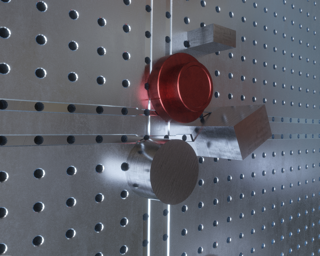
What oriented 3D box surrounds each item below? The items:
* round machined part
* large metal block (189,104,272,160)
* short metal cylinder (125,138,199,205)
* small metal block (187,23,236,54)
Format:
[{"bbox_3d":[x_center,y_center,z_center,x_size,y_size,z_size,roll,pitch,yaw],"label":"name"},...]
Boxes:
[{"bbox_3d":[0.035,-0.055,0.427,0.099,0.042,0.097,0,90,-40],"label":"round machined part"},{"bbox_3d":[0.105,0.004,0.461,0.081,0.080,0.050,-30,109,-36],"label":"large metal block"},{"bbox_3d":[0.003,0.053,0.396,0.081,0.050,0.080,0,90,-40],"label":"short metal cylinder"},{"bbox_3d":[0.076,-0.130,0.456,0.050,0.050,0.025,0,90,-40],"label":"small metal block"}]
